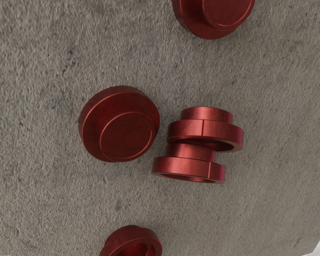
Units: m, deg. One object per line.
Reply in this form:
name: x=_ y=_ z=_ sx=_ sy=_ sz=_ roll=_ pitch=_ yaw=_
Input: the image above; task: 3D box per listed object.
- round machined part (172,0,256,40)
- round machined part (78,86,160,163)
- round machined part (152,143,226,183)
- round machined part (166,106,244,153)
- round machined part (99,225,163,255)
round machined part: x=0.066 y=-0.146 z=0.341 sx=0.099 sy=0.042 sz=0.097 roll=-14 pitch=124 yaw=-21
round machined part: x=-0.044 y=0.002 z=0.373 sx=0.099 sy=0.042 sz=0.097 roll=-14 pitch=124 yaw=-21
round machined part: x=0.040 y=0.048 z=0.423 sx=0.099 sy=0.098 sz=0.042 roll=18 pitch=74 yaw=-35
round machined part: x=0.060 y=0.002 z=0.406 sx=0.099 sy=0.098 sz=0.042 roll=17 pitch=73 yaw=-35
round machined part: x=-0.049 y=0.193 z=0.488 sx=0.099 sy=0.042 sz=0.097 roll=-14 pitch=124 yaw=-21
